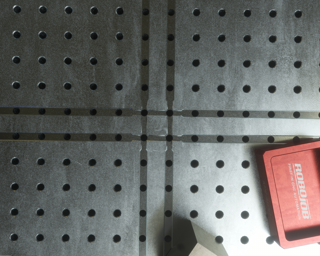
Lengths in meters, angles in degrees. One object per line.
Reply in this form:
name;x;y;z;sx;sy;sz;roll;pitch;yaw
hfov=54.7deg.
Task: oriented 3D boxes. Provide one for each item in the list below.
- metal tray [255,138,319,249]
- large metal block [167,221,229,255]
metal tray;0.187;0.085;0.412;0.091;0.030;0.129;-11;90;0
large metal block;0.040;0.175;0.386;0.050;0.080;0.080;34;90;0
